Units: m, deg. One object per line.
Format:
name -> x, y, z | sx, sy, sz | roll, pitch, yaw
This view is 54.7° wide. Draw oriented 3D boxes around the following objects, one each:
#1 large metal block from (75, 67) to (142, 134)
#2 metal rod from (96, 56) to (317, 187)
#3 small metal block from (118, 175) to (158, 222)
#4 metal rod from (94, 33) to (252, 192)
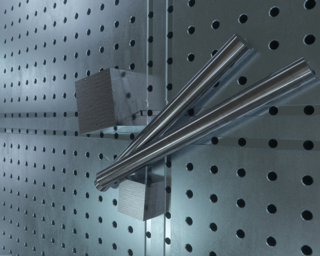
large metal block -> -0.077, -0.036, 0.457 | 0.080, 0.050, 0.080 | -11, 83, 39
metal rod -> 0.030, 0.008, 0.368 | 0.299, 0.025, 0.025 | -30, 71, 30
small metal block -> -0.032, 0.097, 0.436 | 0.050, 0.025, 0.050 | 7, 95, 39
metal rod -> -0.001, -0.002, 0.410 | 0.299, 0.025, 0.025 | -45, 63, 30
